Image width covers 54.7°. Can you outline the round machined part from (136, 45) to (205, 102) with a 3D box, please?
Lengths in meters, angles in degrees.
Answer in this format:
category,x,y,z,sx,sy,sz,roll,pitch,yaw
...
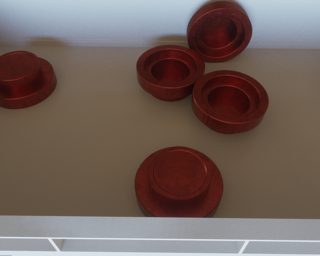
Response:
category,x,y,z,sx,sy,sz,roll,pitch,yaw
round machined part,0.015,-0.077,0.459,0.099,0.042,0.098,0,50,0

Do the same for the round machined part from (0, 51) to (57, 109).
category,x,y,z,sx,sy,sz,roll,pitch,yaw
round machined part,-0.208,-0.077,0.457,0.099,0.042,0.098,0,50,0

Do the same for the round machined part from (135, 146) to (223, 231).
category,x,y,z,sx,sy,sz,roll,pitch,yaw
round machined part,0.021,0.059,0.344,0.099,0.042,0.098,0,50,0

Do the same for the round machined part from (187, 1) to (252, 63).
category,x,y,z,sx,sy,sz,roll,pitch,yaw
round machined part,0.091,-0.154,0.488,0.099,0.097,0.042,-2,51,-2

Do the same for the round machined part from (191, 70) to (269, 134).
category,x,y,z,sx,sy,sz,roll,pitch,yaw
round machined part,0.091,-0.030,0.419,0.099,0.042,0.098,1,51,-1
